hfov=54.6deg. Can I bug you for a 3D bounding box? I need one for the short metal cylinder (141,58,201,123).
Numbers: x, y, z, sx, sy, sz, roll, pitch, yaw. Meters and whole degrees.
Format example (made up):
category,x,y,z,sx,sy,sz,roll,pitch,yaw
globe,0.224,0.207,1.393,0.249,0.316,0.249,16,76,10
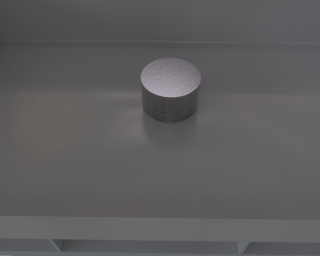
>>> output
category,x,y,z,sx,sy,sz,roll,pitch,yaw
short metal cylinder,0.015,-0.053,0.434,0.080,0.050,0.080,0,50,0
